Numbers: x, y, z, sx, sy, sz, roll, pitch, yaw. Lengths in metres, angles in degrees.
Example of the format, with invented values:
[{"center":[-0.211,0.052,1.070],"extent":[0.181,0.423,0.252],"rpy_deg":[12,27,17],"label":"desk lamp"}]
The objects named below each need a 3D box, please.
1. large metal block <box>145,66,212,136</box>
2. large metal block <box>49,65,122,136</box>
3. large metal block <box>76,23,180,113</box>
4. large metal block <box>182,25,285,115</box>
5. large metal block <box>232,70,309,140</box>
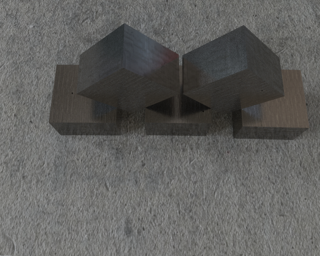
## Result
[{"center":[0.023,-0.035,0.409],"extent":[0.081,0.050,0.080],"rpy_deg":[1,70,0],"label":"large metal block"},{"center":[-0.093,-0.035,0.408],"extent":[0.081,0.050,0.080],"rpy_deg":[0,70,0],"label":"large metal block"},{"center":[-0.035,-0.061,0.349],"extent":[0.080,0.080,0.050],"rpy_deg":[18,63,-42],"label":"large metal block"},{"center":[0.082,-0.060,0.352],"extent":[0.080,0.080,0.050],"rpy_deg":[-18,63,41],"label":"large metal block"},{"center":[0.140,-0.030,0.409],"extent":[0.081,0.050,0.080],"rpy_deg":[1,70,0],"label":"large metal block"}]
